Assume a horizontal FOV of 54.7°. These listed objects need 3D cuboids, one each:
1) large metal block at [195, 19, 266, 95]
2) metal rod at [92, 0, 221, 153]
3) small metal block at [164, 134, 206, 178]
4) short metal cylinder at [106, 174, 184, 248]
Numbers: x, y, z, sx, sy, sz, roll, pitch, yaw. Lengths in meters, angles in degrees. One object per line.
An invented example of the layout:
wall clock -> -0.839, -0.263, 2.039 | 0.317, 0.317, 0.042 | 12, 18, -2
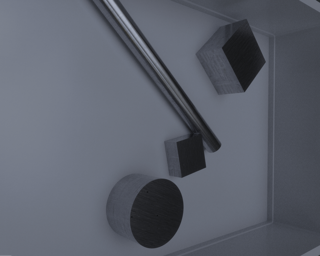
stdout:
large metal block -> 0.114, -0.110, 0.488 | 0.080, 0.050, 0.080 | -50, 120, -28
metal rod -> 0.000, -0.072, 0.407 | 0.300, 0.025, 0.025 | 50, 60, -29
small metal block -> 0.036, 0.038, 0.440 | 0.050, 0.025, 0.050 | -15, 100, -39
short metal cylinder -> -0.018, 0.098, 0.378 | 0.081, 0.050, 0.079 | 0, 90, -40
